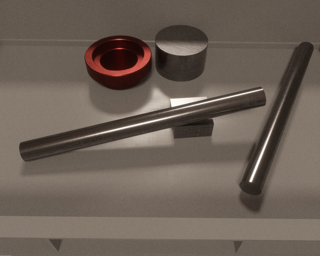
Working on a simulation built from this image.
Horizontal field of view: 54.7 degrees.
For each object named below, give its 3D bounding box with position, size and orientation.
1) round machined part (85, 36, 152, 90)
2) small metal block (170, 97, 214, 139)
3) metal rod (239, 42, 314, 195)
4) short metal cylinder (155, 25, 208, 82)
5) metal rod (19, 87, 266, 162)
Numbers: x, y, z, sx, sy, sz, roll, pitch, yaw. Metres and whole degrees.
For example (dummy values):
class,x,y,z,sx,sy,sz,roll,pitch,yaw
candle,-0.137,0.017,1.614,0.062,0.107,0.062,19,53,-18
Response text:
class,x,y,z,sx,sy,sz,roll,pitch,yaw
round machined part,-0.062,-0.096,0.474,0.099,0.042,0.098,0,50,0
small metal block,0.041,-0.014,0.418,0.050,0.025,0.050,-4,50,-4
metal rod,0.173,-0.033,0.434,0.025,0.025,0.301,23,53,17
short metal cylinder,0.033,-0.119,0.489,0.081,0.050,0.080,0,50,0
metal rod,-0.019,-0.005,0.383,0.302,0.025,0.025,-13,51,-2
